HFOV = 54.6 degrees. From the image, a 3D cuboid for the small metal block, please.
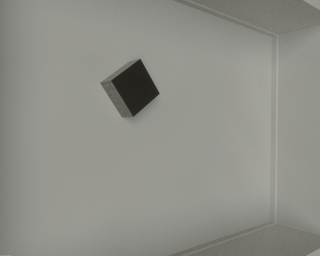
[{"bbox_3d":[-0.035,-0.048,0.376,0.050,0.025,0.050,-44,117,-31],"label":"small metal block"}]
